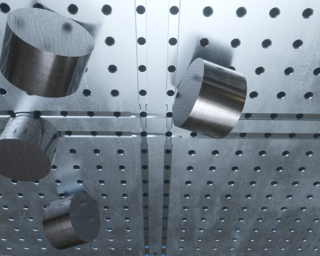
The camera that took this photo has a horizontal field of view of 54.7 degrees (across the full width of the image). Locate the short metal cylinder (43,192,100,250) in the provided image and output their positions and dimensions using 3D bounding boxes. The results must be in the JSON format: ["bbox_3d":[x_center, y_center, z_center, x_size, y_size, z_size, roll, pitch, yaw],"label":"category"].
[{"bbox_3d":[-0.141,0.150,0.502,0.050,0.080,0.080,-21,127,17],"label":"short metal cylinder"}]

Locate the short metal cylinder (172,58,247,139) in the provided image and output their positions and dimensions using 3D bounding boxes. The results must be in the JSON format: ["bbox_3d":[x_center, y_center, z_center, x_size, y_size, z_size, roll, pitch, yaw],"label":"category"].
[{"bbox_3d":[0.053,-0.032,0.348,0.050,0.080,0.079,17,128,-14],"label":"short metal cylinder"}]

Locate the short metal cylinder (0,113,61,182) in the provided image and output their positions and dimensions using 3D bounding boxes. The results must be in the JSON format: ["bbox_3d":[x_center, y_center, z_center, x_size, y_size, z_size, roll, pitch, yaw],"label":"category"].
[{"bbox_3d":[-0.181,0.027,0.416,0.081,0.050,0.079,0,130,0],"label":"short metal cylinder"}]

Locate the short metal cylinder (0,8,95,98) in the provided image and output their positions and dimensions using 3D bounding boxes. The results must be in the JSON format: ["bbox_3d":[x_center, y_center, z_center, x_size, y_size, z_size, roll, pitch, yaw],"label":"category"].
[{"bbox_3d":[-0.112,-0.076,0.310,0.080,0.080,0.050,20,127,-17],"label":"short metal cylinder"}]
